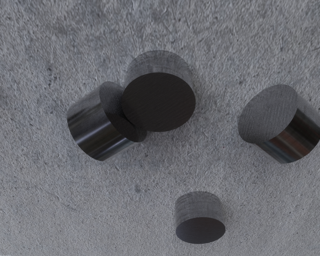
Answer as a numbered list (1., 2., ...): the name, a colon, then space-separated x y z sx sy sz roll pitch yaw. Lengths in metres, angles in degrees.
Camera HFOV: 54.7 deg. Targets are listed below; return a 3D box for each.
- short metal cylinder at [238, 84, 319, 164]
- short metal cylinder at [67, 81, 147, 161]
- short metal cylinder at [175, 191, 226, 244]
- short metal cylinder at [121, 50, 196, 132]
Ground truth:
1. short metal cylinder: 0.141 -0.005 0.368 0.050 0.080 0.080 34 122 -25
2. short metal cylinder: -0.060 -0.008 0.364 0.050 0.080 0.080 -30 124 23
3. short metal cylinder: 0.066 0.151 0.520 0.081 0.050 0.079 0 130 0
4. short metal cylinder: -0.002 -0.042 0.355 0.081 0.050 0.079 0 130 0
